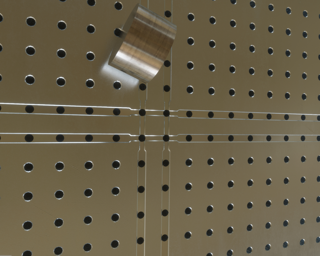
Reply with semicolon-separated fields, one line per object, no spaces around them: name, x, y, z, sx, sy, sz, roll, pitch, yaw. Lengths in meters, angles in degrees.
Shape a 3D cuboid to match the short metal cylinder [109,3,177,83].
short metal cylinder;-0.022;-0.101;0.376;0.050;0.080;0.080;25;82;-19
